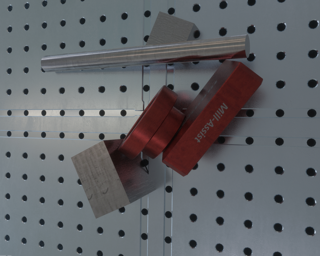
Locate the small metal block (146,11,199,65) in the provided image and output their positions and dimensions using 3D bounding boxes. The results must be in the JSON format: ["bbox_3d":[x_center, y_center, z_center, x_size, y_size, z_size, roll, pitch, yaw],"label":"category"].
[{"bbox_3d":[0.015,-0.118,0.407,0.050,0.025,0.050,26,98,18],"label":"small metal block"}]

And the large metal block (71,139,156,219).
[{"bbox_3d":[-0.058,0.061,0.404,0.050,0.080,0.080,-27,81,18],"label":"large metal block"}]

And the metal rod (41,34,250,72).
[{"bbox_3d":[-0.038,-0.093,0.405,0.301,0.025,0.025,2,91,27],"label":"metal rod"}]

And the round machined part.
[{"bbox_3d":[-0.006,-0.001,0.380,0.042,0.098,0.098,35,102,-6],"label":"round machined part"}]

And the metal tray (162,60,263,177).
[{"bbox_3d":[0.053,-0.016,0.356,0.030,0.090,0.130,36,102,-7],"label":"metal tray"}]
